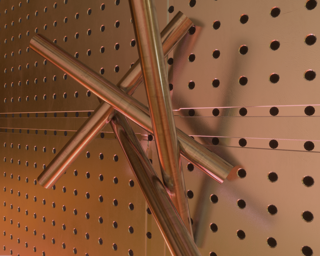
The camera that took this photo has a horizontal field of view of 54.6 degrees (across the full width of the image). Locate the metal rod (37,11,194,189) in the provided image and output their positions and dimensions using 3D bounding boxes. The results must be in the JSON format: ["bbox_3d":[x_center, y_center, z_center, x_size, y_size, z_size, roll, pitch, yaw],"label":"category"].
[{"bbox_3d":[-0.066,-0.029,0.416,0.299,0.025,0.025,-47,61,12],"label":"metal rod"}]

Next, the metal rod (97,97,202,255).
[{"bbox_3d":[-0.027,0.039,0.380,0.025,0.025,0.300,-58,41,24],"label":"metal rod"}]

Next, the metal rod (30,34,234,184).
[{"bbox_3d":[-0.044,-0.031,0.382,0.300,0.025,0.025,35,113,12],"label":"metal rod"}]

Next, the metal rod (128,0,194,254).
[{"bbox_3d":[0.007,0.013,0.340,0.025,0.025,0.298,5,114,40],"label":"metal rod"}]
